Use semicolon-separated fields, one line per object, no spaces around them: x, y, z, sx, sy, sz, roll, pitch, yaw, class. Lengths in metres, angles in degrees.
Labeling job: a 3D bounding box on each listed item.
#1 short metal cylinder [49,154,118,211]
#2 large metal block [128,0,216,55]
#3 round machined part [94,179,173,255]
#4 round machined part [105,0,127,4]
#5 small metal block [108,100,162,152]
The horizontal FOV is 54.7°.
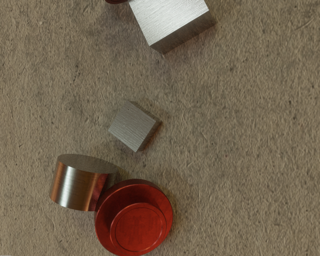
-0.101;0.071;0.414;0.080;0.080;0.050;17;96;19;short metal cylinder
0.013;-0.152;0.390;0.080;0.050;0.080;-27;81;17;large metal block
-0.030;0.116;0.383;0.099;0.042;0.097;-3;101;-16;round machined part
-0.048;-0.193;0.387;0.098;0.098;0.042;-27;91;18;round machined part
-0.034;-0.003;0.420;0.050;0.025;0.050;36;101;16;small metal block
